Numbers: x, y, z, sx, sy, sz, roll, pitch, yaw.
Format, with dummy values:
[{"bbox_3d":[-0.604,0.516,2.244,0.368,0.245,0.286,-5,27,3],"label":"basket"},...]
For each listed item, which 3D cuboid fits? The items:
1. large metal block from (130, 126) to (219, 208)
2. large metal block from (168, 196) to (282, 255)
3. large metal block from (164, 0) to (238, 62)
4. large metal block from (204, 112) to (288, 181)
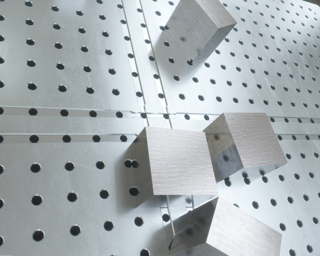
[{"bbox_3d":[0.014,0.048,0.370,0.081,0.050,0.080,6,59,-25],"label":"large metal block"},{"bbox_3d":[0.068,0.126,0.332,0.080,0.080,0.050,32,52,-8],"label":"large metal block"},{"bbox_3d":[0.065,-0.170,0.510,0.050,0.080,0.080,-28,77,-37],"label":"large metal block"},{"bbox_3d":[0.120,0.025,0.441,0.081,0.050,0.080,-1,62,-29],"label":"large metal block"}]
